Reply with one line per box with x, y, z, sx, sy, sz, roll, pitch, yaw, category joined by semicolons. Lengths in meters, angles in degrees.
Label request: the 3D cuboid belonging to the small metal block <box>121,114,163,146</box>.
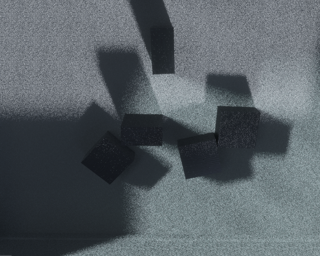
-0.022;0.002;0.398;0.050;0.050;0.025;1;110;-1;small metal block

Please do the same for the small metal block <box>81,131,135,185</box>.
-0.070;0.041;0.426;0.050;0.025;0.050;41;105;-14;small metal block

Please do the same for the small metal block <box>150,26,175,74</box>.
0.003;-0.093;0.364;0.025;0.050;0.050;-2;110;1;small metal block

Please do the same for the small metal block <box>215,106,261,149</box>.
0.101;-0.001;0.411;0.050;0.025;0.050;2;109;-1;small metal block

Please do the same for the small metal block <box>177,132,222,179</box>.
0.054;0.038;0.426;0.050;0.025;0.050;-12;110;5;small metal block
